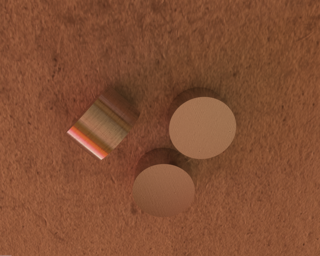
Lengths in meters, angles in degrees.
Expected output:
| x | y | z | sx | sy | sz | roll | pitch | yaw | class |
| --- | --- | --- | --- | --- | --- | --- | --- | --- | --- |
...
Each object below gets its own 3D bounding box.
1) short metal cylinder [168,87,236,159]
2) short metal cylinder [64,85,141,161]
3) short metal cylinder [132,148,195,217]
| x | y | z | sx | sy | sz | roll | pitch | yaw | class |
| --- | --- | --- | --- | --- | --- | --- | --- | --- | --- |
| 0.051 | -0.007 | 0.395 | 0.081 | 0.050 | 0.079 | 0 | 110 | -1 | short metal cylinder |
| -0.070 | -0.007 | 0.377 | 0.050 | 0.080 | 0.080 | 42 | 105 | -14 | short metal cylinder |
| 0.005 | 0.074 | 0.424 | 0.081 | 0.050 | 0.079 | 0 | 110 | -1 | short metal cylinder |
